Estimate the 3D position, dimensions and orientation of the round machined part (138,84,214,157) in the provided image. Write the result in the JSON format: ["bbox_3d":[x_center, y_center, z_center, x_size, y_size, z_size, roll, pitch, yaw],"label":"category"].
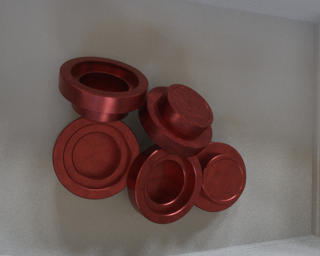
[{"bbox_3d":[0.026,-0.016,0.381,0.099,0.042,0.098,24,40,-22],"label":"round machined part"}]

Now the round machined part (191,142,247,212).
[{"bbox_3d":[0.079,0.068,0.430,0.099,0.042,0.097,0,90,-21],"label":"round machined part"}]

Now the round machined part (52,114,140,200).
[{"bbox_3d":[-0.077,0.033,0.371,0.099,0.042,0.097,0,90,-21],"label":"round machined part"}]

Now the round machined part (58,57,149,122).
[{"bbox_3d":[-0.066,-0.042,0.357,0.099,0.098,0.042,3,125,-20],"label":"round machined part"}]

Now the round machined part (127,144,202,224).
[{"bbox_3d":[0.002,0.066,0.389,0.099,0.042,0.097,-5,99,-33],"label":"round machined part"}]
